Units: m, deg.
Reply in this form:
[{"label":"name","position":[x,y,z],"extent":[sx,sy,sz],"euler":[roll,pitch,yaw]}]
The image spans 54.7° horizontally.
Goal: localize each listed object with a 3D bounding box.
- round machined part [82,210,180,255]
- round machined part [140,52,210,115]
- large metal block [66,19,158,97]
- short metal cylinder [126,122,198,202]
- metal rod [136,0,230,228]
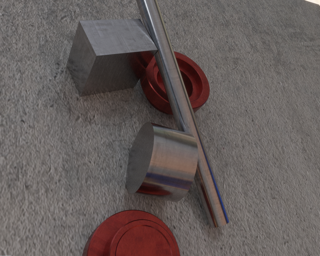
[{"label":"round machined part","position":[-0.023,0.128,0.302],"extent":[0.099,0.042,0.098],"euler":[14,56,-21]},{"label":"round machined part","position":[0.017,-0.058,0.437],"extent":[0.099,0.042,0.098],"euler":[14,56,-21]},{"label":"large metal block","position":[-0.063,-0.088,0.388],"extent":[0.081,0.080,0.050],"euler":[-16,70,-34]},{"label":"short metal cylinder","position":[0.000,0.038,0.345],"extent":[0.050,0.080,0.080],"euler":[16,55,-19]},{"label":"metal rod","position":[0.026,-0.027,0.382],"extent":[0.025,0.025,0.299],"euler":[-16,86,-34]}]
